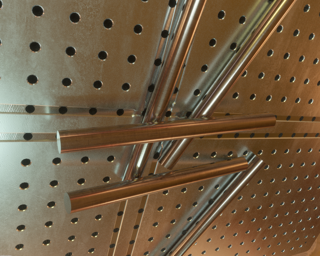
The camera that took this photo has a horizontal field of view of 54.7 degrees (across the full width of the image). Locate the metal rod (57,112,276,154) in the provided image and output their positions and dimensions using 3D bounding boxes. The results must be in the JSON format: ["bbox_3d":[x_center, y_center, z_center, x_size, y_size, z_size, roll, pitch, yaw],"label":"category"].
[{"bbox_3d":[0.028,0.002,0.395,0.303,0.025,0.025,-6,121,-26],"label":"metal rod"}]

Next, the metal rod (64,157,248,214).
[{"bbox_3d":[0.017,0.074,0.443,0.303,0.025,0.025,-6,122,-35],"label":"metal rod"}]

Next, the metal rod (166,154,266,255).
[{"bbox_3d":[0.083,0.169,0.563,0.025,0.025,0.299,33,100,-39],"label":"metal rod"}]

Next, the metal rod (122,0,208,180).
[{"bbox_3d":[0.006,-0.049,0.385,0.025,0.025,0.298,7,115,-32],"label":"metal rod"}]

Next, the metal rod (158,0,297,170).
[{"bbox_3d":[0.092,-0.067,0.421,0.025,0.025,0.299,27,104,-38],"label":"metal rod"}]
